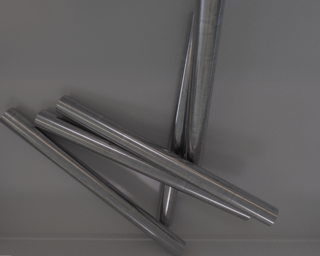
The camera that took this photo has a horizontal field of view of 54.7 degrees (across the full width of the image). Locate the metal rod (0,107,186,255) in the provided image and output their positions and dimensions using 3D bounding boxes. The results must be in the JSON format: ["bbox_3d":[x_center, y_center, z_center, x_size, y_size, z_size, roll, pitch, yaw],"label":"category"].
[{"bbox_3d":[-0.086,0.078,0.424,0.300,0.025,0.025,40,105,-8],"label":"metal rod"}]

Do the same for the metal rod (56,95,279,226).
[{"bbox_3d":[0.006,0.039,0.390,0.301,0.025,0.025,28,108,4],"label":"metal rod"}]

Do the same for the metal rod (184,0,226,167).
[{"bbox_3d":[0.043,-0.033,0.333,0.025,0.025,0.298,-1,136,0],"label":"metal rod"}]

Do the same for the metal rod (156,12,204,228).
[{"bbox_3d":[0.026,0.004,0.412,0.025,0.025,0.298,7,110,-3],"label":"metal rod"}]

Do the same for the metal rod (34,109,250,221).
[{"bbox_3d":[-0.020,0.049,0.407,0.301,0.025,0.025,24,108,-1],"label":"metal rod"}]
